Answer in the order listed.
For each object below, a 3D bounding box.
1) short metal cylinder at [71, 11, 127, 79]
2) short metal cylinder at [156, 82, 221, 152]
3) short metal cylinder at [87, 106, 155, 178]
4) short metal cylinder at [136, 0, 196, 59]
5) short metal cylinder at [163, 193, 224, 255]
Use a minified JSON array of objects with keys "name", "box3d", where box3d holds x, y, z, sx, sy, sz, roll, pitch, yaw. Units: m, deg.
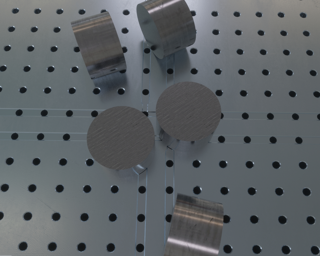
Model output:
[{"name":"short metal cylinder","box3d":[-0.083,-0.112,0.423,0.050,0.080,0.080,-19,71,-7]},{"name":"short metal cylinder","box3d":[0.035,-0.013,0.403,0.081,0.050,0.080,0,70,0]},{"name":"short metal cylinder","box3d":[-0.047,0.019,0.391,0.081,0.050,0.080,0,70,0]},{"name":"short metal cylinder","box3d":[0.008,-0.144,0.435,0.050,0.080,0.080,-27,73,-9]},{"name":"short metal cylinder","box3d":[0.035,0.116,0.340,0.050,0.080,0.080,13,71,5]}]
